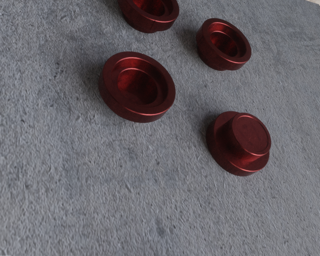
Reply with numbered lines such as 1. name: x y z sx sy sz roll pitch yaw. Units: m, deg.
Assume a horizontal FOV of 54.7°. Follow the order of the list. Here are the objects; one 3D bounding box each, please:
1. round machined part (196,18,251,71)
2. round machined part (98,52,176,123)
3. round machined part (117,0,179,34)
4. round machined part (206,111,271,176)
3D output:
1. round machined part: 0.104 -0.138 0.532 0.099 0.042 0.098 14 56 -21
2. round machined part: -0.032 -0.048 0.405 0.099 0.042 0.098 14 56 -21
3. round machined part: -0.022 -0.192 0.498 0.099 0.042 0.098 14 56 -21
4. round machined part: 0.119 0.017 0.447 0.099 0.042 0.098 14 56 -21
